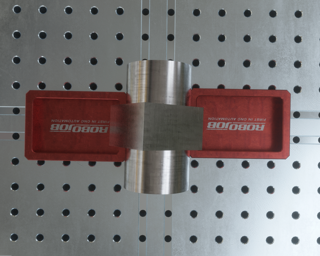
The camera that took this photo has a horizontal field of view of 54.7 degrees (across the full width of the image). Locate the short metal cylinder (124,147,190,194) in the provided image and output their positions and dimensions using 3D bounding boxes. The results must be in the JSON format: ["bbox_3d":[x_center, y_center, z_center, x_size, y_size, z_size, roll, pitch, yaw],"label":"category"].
[{"bbox_3d":[-0.004,0.049,0.385,0.081,0.080,0.050,2,90,0],"label":"short metal cylinder"}]

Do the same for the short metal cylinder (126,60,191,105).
[{"bbox_3d":[-0.001,-0.051,0.385,0.081,0.080,0.050,1,90,0],"label":"short metal cylinder"}]

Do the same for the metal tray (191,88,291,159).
[{"bbox_3d":[0.102,-0.005,0.411,0.131,0.030,0.089,1,90,0],"label":"metal tray"}]

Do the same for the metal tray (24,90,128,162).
[{"bbox_3d":[-0.107,-0.003,0.409,0.131,0.030,0.089,1,90,0],"label":"metal tray"}]

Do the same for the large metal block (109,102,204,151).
[{"bbox_3d":[-0.006,-0.001,0.371,0.081,0.080,0.050,2,90,-34],"label":"large metal block"}]
